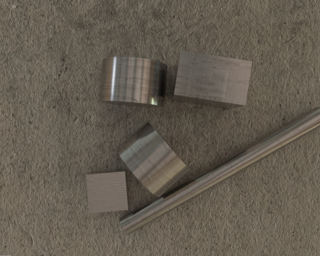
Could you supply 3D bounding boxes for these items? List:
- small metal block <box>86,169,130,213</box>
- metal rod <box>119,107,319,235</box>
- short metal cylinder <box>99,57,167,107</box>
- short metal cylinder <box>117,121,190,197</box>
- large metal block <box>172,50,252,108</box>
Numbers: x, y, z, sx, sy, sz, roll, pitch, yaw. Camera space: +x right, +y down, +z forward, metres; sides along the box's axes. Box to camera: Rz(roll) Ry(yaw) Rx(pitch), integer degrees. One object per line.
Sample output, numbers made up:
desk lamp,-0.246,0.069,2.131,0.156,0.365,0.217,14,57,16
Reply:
small metal block,-0.068,0.082,0.409,0.050,0.025,0.050,-5,90,-1
metal rod,0.084,0.056,0.411,0.301,0.025,0.025,-29,90,-1
short metal cylinder,-0.033,-0.054,0.382,0.081,0.080,0.050,5,90,-1
short metal cylinder,-0.008,0.038,0.382,0.050,0.080,0.080,-41,91,0
large metal block,0.059,-0.056,0.383,0.081,0.080,0.050,9,90,-1
